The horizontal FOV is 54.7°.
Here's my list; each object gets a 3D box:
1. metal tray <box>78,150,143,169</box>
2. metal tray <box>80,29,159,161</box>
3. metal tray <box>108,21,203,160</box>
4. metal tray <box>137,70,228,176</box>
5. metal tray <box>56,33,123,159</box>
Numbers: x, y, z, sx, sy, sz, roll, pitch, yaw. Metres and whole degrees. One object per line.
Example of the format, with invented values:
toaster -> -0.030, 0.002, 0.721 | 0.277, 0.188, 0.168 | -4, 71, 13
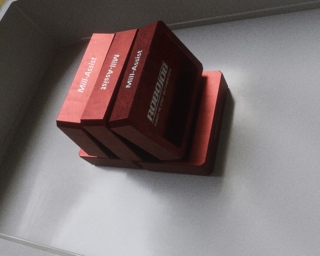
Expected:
metal tray -> -0.051, -0.011, 0.433 | 0.090, 0.030, 0.130 | 1, 62, 28
metal tray -> -0.034, -0.038, 0.363 | 0.030, 0.090, 0.130 | 0, 60, 28
metal tray -> 0.002, -0.040, 0.344 | 0.030, 0.090, 0.130 | -9, 57, 41
metal tray -> 0.030, -0.009, 0.391 | 0.090, 0.030, 0.130 | 1, 62, 28
metal tray -> -0.071, -0.039, 0.381 | 0.030, 0.090, 0.130 | 6, 64, 17
